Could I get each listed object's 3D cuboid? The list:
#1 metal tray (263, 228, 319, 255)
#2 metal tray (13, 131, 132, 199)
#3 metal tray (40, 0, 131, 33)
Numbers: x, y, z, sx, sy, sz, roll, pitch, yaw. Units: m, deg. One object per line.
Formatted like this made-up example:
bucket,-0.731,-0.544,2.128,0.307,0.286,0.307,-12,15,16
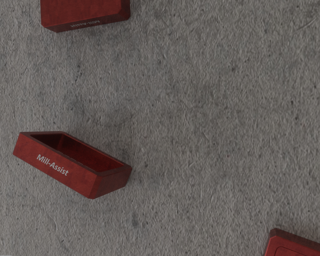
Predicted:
metal tray,0.154,0.193,0.351,0.090,0.030,0.129,16,95,19
metal tray,-0.114,0.044,0.414,0.130,0.090,0.030,25,98,18
metal tray,-0.110,-0.194,0.445,0.130,0.030,0.089,-3,89,19
